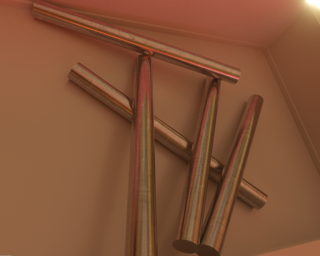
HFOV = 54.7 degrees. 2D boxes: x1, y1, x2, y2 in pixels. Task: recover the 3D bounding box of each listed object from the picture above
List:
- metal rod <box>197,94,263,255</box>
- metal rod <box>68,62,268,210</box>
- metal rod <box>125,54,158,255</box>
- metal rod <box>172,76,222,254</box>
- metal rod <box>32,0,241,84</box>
[{"bbox_3d":[0.103,0.037,0.409,0.025,0.025,0.301,38,42,-3],"label":"metal rod"},{"bbox_3d":[0.014,0.013,0.404,0.301,0.025,0.025,35,51,-5],"label":"metal rod"},{"bbox_3d":[-0.019,0.004,0.339,0.025,0.025,0.300,18,39,-18],"label":"metal rod"},{"bbox_3d":[0.056,0.012,0.397,0.025,0.025,0.301,29,42,-10],"label":"metal rod"},{"bbox_3d":[-0.024,-0.119,0.445,0.302,0.025,0.025,16,55,-12],"label":"metal rod"}]
